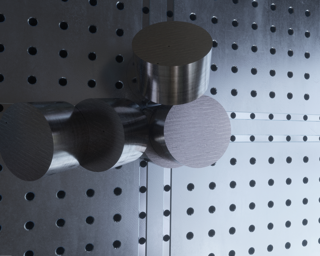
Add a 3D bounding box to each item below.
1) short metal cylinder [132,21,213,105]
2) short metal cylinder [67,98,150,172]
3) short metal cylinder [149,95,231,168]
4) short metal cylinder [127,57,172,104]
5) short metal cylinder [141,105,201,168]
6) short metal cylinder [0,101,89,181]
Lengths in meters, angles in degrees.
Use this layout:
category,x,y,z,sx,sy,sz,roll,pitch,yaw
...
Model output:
category,x,y,z,sx,sy,sz,roll,pitch,yaw
short metal cylinder,0.013,-0.070,0.327,0.081,0.080,0.050,-25,142,-18
short metal cylinder,-0.059,0.006,0.354,0.050,0.080,0.079,-11,95,-61
short metal cylinder,0.033,0.003,0.356,0.081,0.050,0.079,0,90,-20
short metal cylinder,0.002,-0.071,0.399,0.081,0.050,0.079,0,90,-20
short metal cylinder,0.007,0.009,0.401,0.081,0.050,0.079,0,90,-20
short metal cylinder,-0.124,0.011,0.331,0.050,0.080,0.079,-12,96,-62
